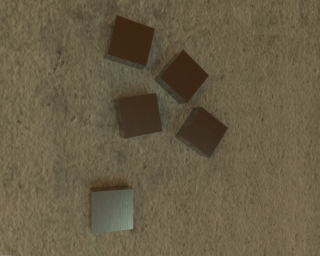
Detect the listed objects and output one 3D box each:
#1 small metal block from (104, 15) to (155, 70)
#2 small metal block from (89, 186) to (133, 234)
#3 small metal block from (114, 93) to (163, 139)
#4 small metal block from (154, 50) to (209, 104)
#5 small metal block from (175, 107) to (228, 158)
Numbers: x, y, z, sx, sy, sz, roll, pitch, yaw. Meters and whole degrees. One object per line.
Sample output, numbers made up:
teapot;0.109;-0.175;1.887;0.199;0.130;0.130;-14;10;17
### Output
small metal block;-0.039;-0.108;0.395;0.050;0.025;0.050;14;85;-20
small metal block;-0.061;0.101;0.387;0.050;0.025;0.050;0;90;-21
small metal block;-0.028;-0.016;0.399;0.050;0.025;0.050;-11;94;-20
small metal block;0.029;-0.068;0.421;0.050;0.025;0.050;42;77;-16
small metal block;0.058;0.006;0.432;0.050;0.025;0.050;37;78;-17
